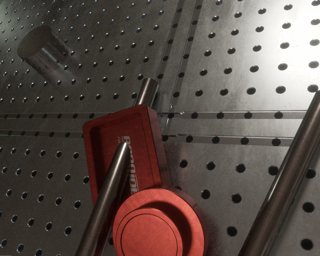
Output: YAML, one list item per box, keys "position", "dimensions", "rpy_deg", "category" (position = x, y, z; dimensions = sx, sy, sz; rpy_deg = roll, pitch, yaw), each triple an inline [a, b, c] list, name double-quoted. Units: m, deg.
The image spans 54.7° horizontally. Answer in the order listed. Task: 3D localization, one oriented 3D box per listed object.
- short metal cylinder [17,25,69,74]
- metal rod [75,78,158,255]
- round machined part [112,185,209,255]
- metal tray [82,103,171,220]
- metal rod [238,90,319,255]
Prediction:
- position: [-0.226, -0.152, 0.601]
  dimensions: [0.080, 0.050, 0.080]
  rpy_deg: [-13, 56, 20]
  category: "short metal cylinder"
- position: [-0.050, 0.053, 0.368]
  dimensions: [0.025, 0.025, 0.300]
  rpy_deg: [-3, 50, 26]
  category: "metal rod"
- position: [-0.004, 0.109, 0.307]
  dimensions: [0.098, 0.042, 0.097]
  rpy_deg: [-1, 88, 19]
  category: "round machined part"
- position: [-0.039, 0.046, 0.369]
  dimensions: [0.090, 0.030, 0.129]
  rpy_deg: [-17, 74, 18]
  category: "metal tray"
- position: [0.105, 0.090, 0.297]
  dimensions: [0.025, 0.025, 0.300]
  rpy_deg: [21, 73, 35]
  category: "metal rod"
